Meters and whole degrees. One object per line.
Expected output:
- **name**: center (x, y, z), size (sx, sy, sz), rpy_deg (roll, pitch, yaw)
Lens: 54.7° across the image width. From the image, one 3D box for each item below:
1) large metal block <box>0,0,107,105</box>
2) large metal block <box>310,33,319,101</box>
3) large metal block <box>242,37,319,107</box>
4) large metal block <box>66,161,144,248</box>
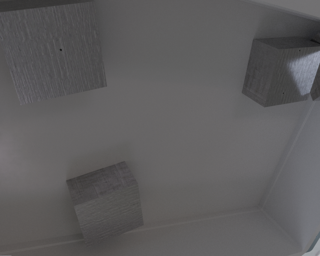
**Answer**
- **large metal block**: center (-0.101, -0.076, 0.290), size (0.081, 0.050, 0.079), rpy_deg (-16, 125, -20)
- **large metal block**: center (0.256, -0.087, 0.440), size (0.081, 0.080, 0.050), rpy_deg (-3, 159, -13)
- **large metal block**: center (0.170, -0.080, 0.435), size (0.081, 0.050, 0.079), rpy_deg (-10, 123, -23)
- **large metal block**: center (-0.072, 0.102, 0.416), size (0.081, 0.050, 0.079), rpy_deg (-17, 125, -19)
